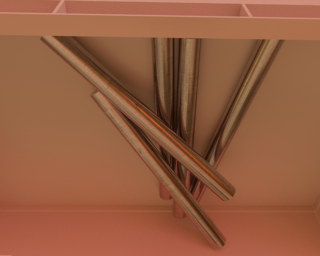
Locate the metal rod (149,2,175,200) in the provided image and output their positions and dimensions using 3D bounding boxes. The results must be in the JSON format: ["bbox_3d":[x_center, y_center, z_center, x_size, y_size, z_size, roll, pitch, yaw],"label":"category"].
[{"bbox_3d":[0.006,-0.007,0.403,0.025,0.025,0.298,-2,130,1],"label":"metal rod"}]

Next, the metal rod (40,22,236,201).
[{"bbox_3d":[-0.012,-0.006,0.373,0.025,0.025,0.300,-37,112,27],"label":"metal rod"}]

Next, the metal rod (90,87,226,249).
[{"bbox_3d":[0.009,0.066,0.426,0.025,0.025,0.299,-28,113,21],"label":"metal rod"}]

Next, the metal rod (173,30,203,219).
[{"bbox_3d":[0.033,0.020,0.416,0.025,0.025,0.298,0,127,0],"label":"metal rod"}]

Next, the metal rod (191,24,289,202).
[{"bbox_3d":[0.088,0.007,0.416,0.025,0.025,0.298,10,130,-9],"label":"metal rod"}]
